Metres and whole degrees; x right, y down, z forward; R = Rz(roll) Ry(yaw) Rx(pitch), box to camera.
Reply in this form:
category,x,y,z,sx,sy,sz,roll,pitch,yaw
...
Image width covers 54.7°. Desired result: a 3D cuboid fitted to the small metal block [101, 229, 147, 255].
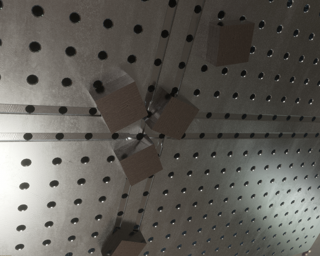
category,x,y,z,sx,sy,sz,roll,pitch,yaw
small metal block,-0.058,0.194,0.501,0.050,0.025,0.050,24,105,-37

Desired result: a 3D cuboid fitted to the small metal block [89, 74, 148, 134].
category,x,y,z,sx,sy,sz,roll,pitch,yaw
small metal block,-0.048,-0.029,0.369,0.050,0.025,0.050,-29,129,-11

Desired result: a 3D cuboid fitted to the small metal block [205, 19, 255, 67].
category,x,y,z,sx,sy,sz,roll,pitch,yaw
small metal block,0.089,-0.109,0.394,0.050,0.025,0.050,-13,124,-22

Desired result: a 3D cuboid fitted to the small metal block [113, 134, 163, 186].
category,x,y,z,sx,sy,sz,roll,pitch,yaw
small metal block,-0.029,0.044,0.425,0.050,0.025,0.050,-27,128,-12

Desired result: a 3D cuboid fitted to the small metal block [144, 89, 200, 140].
category,x,y,z,sx,sy,sz,roll,pitch,yaw
small metal block,0.016,-0.017,0.411,0.050,0.025,0.050,21,107,-37
